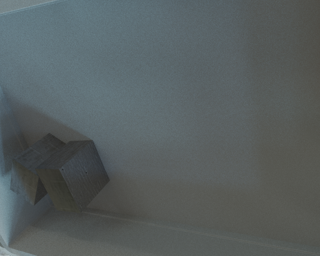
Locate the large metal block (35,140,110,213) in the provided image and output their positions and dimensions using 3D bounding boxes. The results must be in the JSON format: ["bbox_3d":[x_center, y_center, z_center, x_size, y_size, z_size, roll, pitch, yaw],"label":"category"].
[{"bbox_3d":[-0.135,0.074,0.490,0.050,0.080,0.080,-3,117,30],"label":"large metal block"}]

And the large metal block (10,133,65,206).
[{"bbox_3d":[-0.199,0.068,0.520,0.050,0.080,0.079,32,129,7],"label":"large metal block"}]
